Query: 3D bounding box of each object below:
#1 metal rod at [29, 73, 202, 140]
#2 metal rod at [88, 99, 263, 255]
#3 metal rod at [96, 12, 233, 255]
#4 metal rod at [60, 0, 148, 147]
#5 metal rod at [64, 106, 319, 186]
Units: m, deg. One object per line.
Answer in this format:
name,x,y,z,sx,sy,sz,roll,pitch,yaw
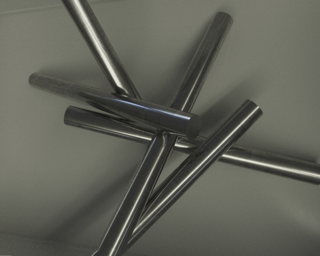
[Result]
metal rod,-0.079,-0.037,0.383,0.300,0.025,0.025,18,97,39
metal rod,-0.004,0.081,0.330,0.300,0.025,0.025,-44,76,-5
metal rod,0.015,-0.007,0.340,0.025,0.025,0.300,21,72,18
metal rod,-0.066,-0.089,0.361,0.025,0.025,0.299,-22,111,18
metal rod,0.033,0.019,0.365,0.301,0.025,0.025,13,95,6
